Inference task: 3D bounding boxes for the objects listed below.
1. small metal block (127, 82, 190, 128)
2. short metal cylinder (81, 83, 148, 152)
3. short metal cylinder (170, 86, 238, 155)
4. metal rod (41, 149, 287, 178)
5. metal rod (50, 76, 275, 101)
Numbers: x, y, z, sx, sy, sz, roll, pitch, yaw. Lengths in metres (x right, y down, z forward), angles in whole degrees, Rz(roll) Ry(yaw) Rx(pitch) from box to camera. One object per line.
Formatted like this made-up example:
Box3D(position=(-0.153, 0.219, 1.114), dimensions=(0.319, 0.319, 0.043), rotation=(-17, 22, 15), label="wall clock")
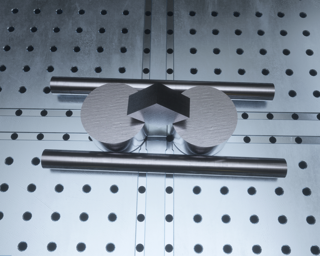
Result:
Box3D(position=(-0.001, -0.024, 0.355), dimensions=(0.050, 0.050, 0.025), rotation=(21, 63, -39), label="small metal block")
Box3D(position=(-0.056, -0.011, 0.398), dimensions=(0.081, 0.050, 0.080), rotation=(0, 70, 0), label="short metal cylinder")
Box3D(position=(0.054, -0.007, 0.398), dimensions=(0.081, 0.050, 0.080), rotation=(0, 70, 0), label="short metal cylinder")
Box3D(position=(0.005, 0.045, 0.392), dimensions=(0.302, 0.025, 0.025), rotation=(2, 70, 0), label="metal rod")
Box3D(position=(0.003, -0.054, 0.428), dimensions=(0.302, 0.025, 0.025), rotation=(2, 70, 0), label="metal rod")
